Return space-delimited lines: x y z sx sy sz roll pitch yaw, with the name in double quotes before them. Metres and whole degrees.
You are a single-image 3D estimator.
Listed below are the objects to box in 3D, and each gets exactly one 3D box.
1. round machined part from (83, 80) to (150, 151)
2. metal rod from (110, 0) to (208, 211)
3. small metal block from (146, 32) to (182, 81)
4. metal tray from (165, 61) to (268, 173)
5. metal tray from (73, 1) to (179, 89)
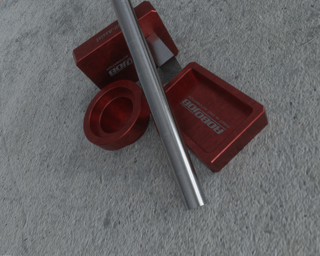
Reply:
"round machined part" -0.054 -0.014 0.425 0.098 0.042 0.098 -16 57 26
"metal rod" -0.010 -0.051 0.372 0.025 0.025 0.299 -23 75 14
"small metal block" 0.004 -0.100 0.441 0.025 0.050 0.050 -38 66 5
"metal tray" 0.053 -0.019 0.385 0.090 0.030 0.130 -44 51 -3
"metal tray" -0.048 -0.110 0.454 0.130 0.090 0.030 -33 52 7
